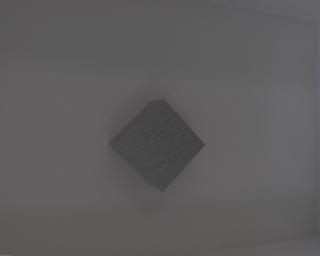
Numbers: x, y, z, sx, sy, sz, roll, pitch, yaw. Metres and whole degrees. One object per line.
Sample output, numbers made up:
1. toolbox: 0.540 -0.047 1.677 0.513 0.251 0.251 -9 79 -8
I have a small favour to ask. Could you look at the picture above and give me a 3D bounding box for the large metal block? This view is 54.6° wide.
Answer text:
1. large metal block: -0.005 0.021 0.395 0.080 0.050 0.080 -46 105 -14
